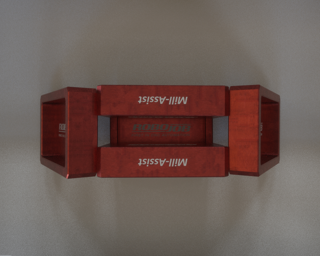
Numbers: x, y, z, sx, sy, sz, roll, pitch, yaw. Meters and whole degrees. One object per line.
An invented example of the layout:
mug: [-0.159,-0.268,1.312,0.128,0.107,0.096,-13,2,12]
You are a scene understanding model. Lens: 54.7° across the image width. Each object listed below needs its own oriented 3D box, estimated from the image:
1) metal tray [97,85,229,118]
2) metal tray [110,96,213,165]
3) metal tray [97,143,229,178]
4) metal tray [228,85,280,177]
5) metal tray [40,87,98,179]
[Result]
metal tray: [0.003,-0.027,0.347,0.131,0.090,0.030,0,90,0]
metal tray: [0.002,0.003,0.407,0.131,0.030,0.089,0,90,-1]
metal tray: [0.003,0.034,0.347,0.131,0.090,0.030,0,90,-1]
metal tray: [0.113,0.002,0.359,0.030,0.131,0.089,1,91,30]
metal tray: [-0.110,0.003,0.358,0.030,0.130,0.089,0,91,-32]
